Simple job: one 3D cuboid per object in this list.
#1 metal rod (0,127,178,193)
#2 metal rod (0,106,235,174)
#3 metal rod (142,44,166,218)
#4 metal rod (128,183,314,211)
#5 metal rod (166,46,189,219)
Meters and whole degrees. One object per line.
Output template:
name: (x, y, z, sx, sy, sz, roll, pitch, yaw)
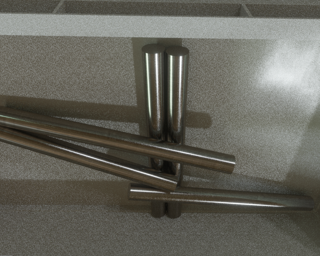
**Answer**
metal rod: (-0.121, 0.033, 0.417, 0.302, 0.025, 0.025, 18, 128, -9)
metal rod: (-0.055, 0.016, 0.394, 0.302, 0.025, 0.025, 12, 129, -2)
metal rod: (-0.005, 0.028, 0.429, 0.025, 0.025, 0.298, -1, 130, 0)
metal rod: (0.102, 0.108, 0.478, 0.302, 0.025, 0.025, 7, 130, -14)
metal rod: (0.021, 0.030, 0.431, 0.025, 0.025, 0.298, -1, 130, 0)
